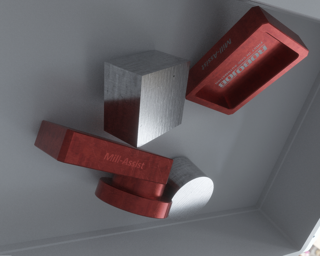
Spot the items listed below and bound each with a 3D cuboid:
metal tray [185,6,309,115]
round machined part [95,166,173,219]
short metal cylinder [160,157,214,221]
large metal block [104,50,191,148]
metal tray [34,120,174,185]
[{"bbox_3d":[0.100,-0.074,0.380,0.091,0.030,0.129,16,136,-36],"label":"metal tray"},{"bbox_3d":[-0.030,0.079,0.401,0.099,0.098,0.042,22,84,-37],"label":"round machined part"},{"bbox_3d":[0.032,0.091,0.462,0.081,0.050,0.079,-20,129,-25],"label":"short metal cylinder"},{"bbox_3d":[-0.015,-0.036,0.344,0.081,0.050,0.079,-28,134,-45],"label":"large metal block"},{"bbox_3d":[-0.061,0.028,0.348,0.131,0.090,0.030,20,85,-36],"label":"metal tray"}]
